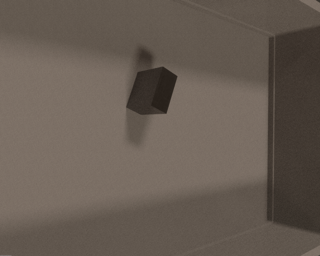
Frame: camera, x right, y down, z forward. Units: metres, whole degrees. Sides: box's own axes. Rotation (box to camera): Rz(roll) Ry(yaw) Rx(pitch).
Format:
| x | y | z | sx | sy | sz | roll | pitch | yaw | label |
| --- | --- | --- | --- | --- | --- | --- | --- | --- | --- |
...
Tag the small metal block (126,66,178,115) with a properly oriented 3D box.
| x | y | z | sx | sy | sz | roll | pitch | yaw | label |
| --- | --- | --- | --- | --- | --- | --- | --- | --- | --- |
| -0.011 | -0.045 | 0.383 | 0.025 | 0.050 | 0.050 | 27 | 73 | -37 | small metal block |
